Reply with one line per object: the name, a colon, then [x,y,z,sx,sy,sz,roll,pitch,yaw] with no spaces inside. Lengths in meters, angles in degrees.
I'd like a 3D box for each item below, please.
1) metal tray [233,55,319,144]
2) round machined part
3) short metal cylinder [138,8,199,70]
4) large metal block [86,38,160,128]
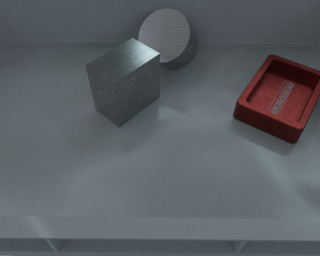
metal tray: [0.174,-0.047,0.443,0.090,0.030,0.131,27,55,20]
round machined part: [-0.113,-0.228,0.587,0.099,0.042,0.098,0,50,0]
short metal cylinder: [0.014,-0.134,0.475,0.080,0.050,0.080,-1,88,21]
large metal block: [-0.046,-0.061,0.420,0.050,0.080,0.080,36,58,26]
